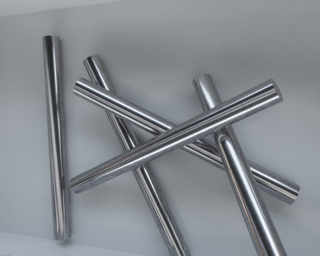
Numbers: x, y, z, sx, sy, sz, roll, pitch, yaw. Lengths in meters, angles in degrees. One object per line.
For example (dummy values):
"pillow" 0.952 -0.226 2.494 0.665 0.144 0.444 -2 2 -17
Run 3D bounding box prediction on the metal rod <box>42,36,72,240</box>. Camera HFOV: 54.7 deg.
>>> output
"metal rod" -0.154 0.013 0.463 0.025 0.025 0.298 -4 89 19

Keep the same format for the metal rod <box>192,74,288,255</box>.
"metal rod" 0.088 0.063 0.316 0.025 0.025 0.299 -27 57 18

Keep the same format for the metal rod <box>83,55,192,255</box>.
"metal rod" -0.034 0.036 0.421 0.025 0.025 0.299 -28 81 17

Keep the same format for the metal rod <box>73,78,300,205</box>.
"metal rod" 0.023 0.011 0.386 0.301 0.025 0.025 27 99 11

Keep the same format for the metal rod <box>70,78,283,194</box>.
"metal rod" -0.003 0.023 0.371 0.300 0.025 0.025 -27 81 29
